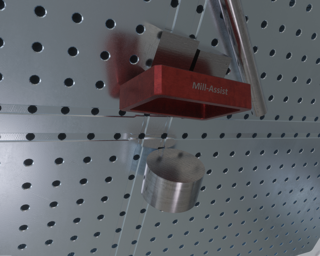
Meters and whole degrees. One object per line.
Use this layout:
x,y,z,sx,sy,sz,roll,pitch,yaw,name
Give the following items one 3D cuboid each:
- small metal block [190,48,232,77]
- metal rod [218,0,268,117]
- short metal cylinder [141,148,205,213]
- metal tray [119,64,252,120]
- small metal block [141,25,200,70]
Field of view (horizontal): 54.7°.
0.057,-0.074,0.396,0.050,0.025,0.050,4,116,-31,small metal block
0.095,-0.127,0.384,0.025,0.025,0.299,-35,129,-5,metal rod
0.017,0.070,0.428,0.081,0.080,0.050,-4,120,-27,short metal cylinder
0.030,-0.036,0.362,0.131,0.090,0.030,5,80,-31,metal tray
0.012,-0.087,0.364,0.050,0.025,0.050,6,115,-31,small metal block
